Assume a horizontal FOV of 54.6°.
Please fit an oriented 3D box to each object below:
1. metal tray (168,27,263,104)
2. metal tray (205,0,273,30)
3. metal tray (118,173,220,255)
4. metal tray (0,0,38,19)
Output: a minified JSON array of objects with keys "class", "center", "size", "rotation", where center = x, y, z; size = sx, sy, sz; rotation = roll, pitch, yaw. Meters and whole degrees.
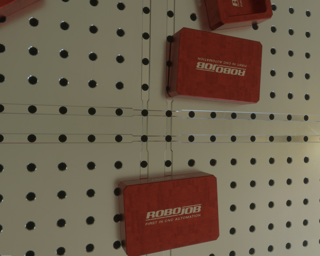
[{"class":"metal tray","center":[0.080,-0.084,0.439],"size":[0.131,0.030,0.090],"rotation":[4,89,-20]},{"class":"metal tray","center":[0.107,-0.215,0.448],"size":[0.091,0.030,0.129],"rotation":[-14,95,-20]},{"class":"metal tray","center":[0.014,0.112,0.415],"size":[0.131,0.030,0.090],"rotation":[-3,91,-20]},{"class":"metal tray","center":[-0.200,-0.188,0.335],"size":[0.090,0.030,0.130],"rotation":[-36,102,-16]}]
